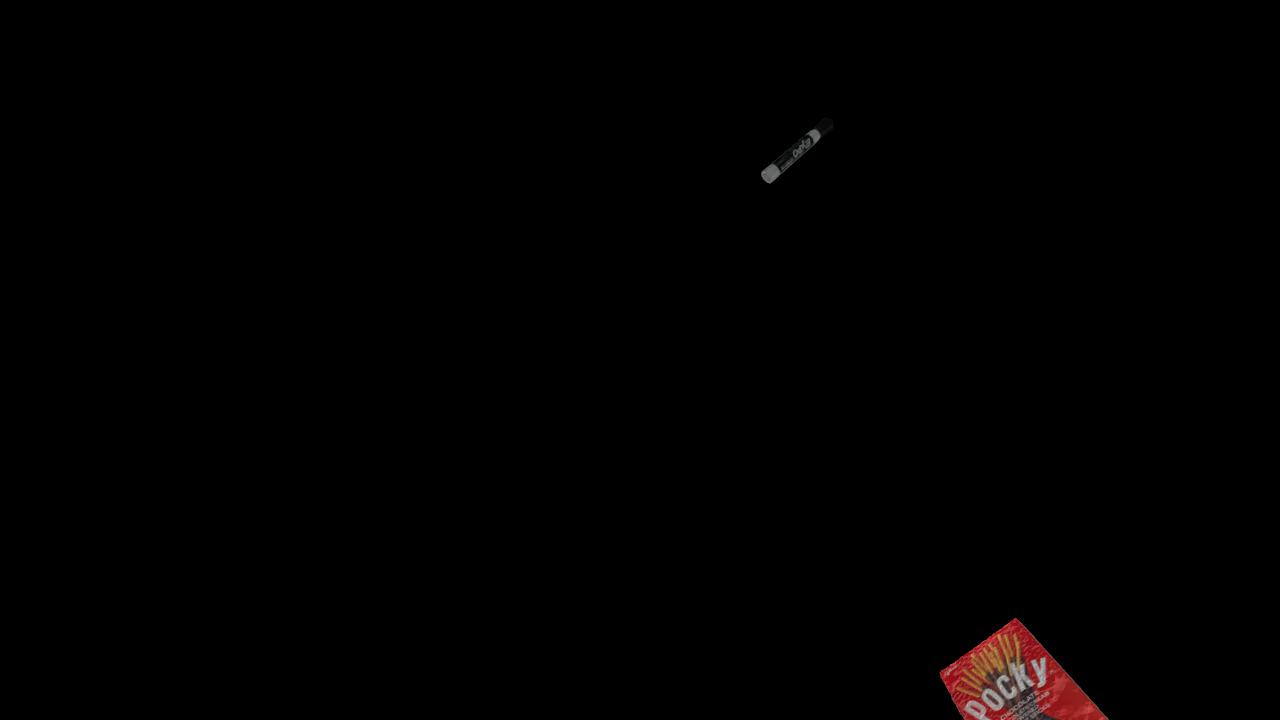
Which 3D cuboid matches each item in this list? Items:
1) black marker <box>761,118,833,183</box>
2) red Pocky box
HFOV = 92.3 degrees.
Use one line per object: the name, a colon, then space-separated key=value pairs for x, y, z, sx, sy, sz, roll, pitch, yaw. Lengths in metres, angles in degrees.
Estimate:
black marker: x=0.202 y=-0.269 z=0.783 sx=0.121 sy=0.020 sz=0.020 roll=-42 pitch=10 yaw=-11
red Pocky box: x=0.280 y=0.256 z=0.444 sx=0.083 sy=0.028 sz=0.155 roll=-45 pitch=-2 yaw=9
